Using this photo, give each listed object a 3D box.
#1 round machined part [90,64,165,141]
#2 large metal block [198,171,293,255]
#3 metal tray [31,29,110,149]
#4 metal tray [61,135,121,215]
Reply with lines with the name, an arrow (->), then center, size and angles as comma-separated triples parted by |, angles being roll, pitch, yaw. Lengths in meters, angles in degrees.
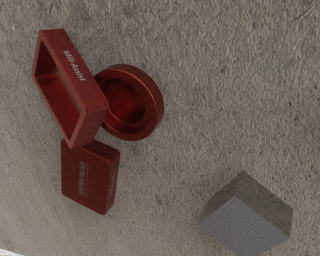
round machined part -> -0.039, -0.035, 0.395 | 0.098, 0.042, 0.097 | 13, 124, 21
large metal block -> 0.111, 0.116, 0.404 | 0.080, 0.050, 0.080 | 38, 129, 2
metal tray -> -0.119, -0.050, 0.396 | 0.130, 0.030, 0.089 | 57, 140, 17
metal tray -> -0.118, 0.077, 0.513 | 0.090, 0.030, 0.129 | 23, 127, 14
